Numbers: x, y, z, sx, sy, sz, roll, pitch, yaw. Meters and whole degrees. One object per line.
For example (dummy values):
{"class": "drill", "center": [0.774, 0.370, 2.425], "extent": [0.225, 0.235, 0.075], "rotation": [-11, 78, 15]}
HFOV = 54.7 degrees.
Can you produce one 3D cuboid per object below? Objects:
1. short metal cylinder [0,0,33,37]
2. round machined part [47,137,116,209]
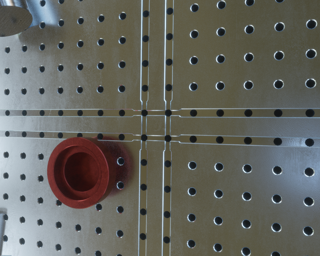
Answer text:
{"class": "short metal cylinder", "center": [-0.242, -0.181, 0.466], "extent": [0.080, 0.080, 0.050], "rotation": [-24, 82, 18]}
{"class": "round machined part", "center": [-0.106, 0.061, 0.440], "extent": [0.098, 0.042, 0.097], "rotation": [0, 90, 19]}
